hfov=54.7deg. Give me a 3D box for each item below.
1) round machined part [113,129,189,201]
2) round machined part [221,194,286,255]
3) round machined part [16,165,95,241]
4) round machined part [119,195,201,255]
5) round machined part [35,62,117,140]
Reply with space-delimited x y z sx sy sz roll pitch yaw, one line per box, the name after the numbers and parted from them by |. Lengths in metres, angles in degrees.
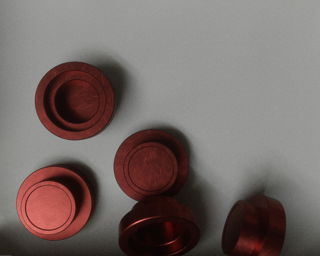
-0.011 0.051 0.403 0.099 0.042 0.097 0 90 -1 | round machined part
0.108 0.127 0.376 0.042 0.098 0.098 21 90 0 | round machined part
-0.137 0.098 0.401 0.099 0.042 0.097 0 90 -1 | round machined part
-0.002 0.122 0.387 0.099 0.042 0.097 -4 129 -4 | round machined part
-0.105 -0.033 0.402 0.099 0.042 0.097 0 90 -1 | round machined part
